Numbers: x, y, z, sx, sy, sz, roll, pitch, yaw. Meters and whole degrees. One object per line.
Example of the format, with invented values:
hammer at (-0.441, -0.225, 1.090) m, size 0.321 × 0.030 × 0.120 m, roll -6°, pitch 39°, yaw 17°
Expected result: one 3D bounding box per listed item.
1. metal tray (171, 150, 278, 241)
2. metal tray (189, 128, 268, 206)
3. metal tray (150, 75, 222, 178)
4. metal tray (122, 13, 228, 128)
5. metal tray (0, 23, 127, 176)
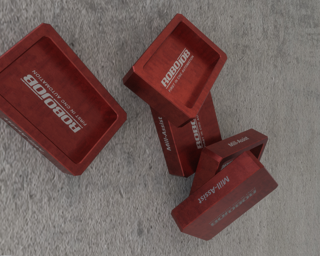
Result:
metal tray at (0.089, 0.095, 0.416) m, size 0.130 × 0.030 × 0.090 m, roll -41°, pitch 140°, yaw 8°
metal tray at (0.103, 0.058, 0.457) m, size 0.131 × 0.030 × 0.089 m, roll -16°, pitch 127°, yaw -43°
metal tray at (0.039, -0.008, 0.433) m, size 0.091 × 0.030 × 0.129 m, roll -26°, pitch 106°, yaw -37°
metal tray at (0.024, -0.075, 0.386) m, size 0.090 × 0.030 × 0.130 m, roll 39°, pitch 54°, yaw -10°
metal tray at (-0.104, -0.025, 0.313) m, size 0.130 × 0.030 × 0.090 m, roll 51°, pitch 60°, yaw -28°
